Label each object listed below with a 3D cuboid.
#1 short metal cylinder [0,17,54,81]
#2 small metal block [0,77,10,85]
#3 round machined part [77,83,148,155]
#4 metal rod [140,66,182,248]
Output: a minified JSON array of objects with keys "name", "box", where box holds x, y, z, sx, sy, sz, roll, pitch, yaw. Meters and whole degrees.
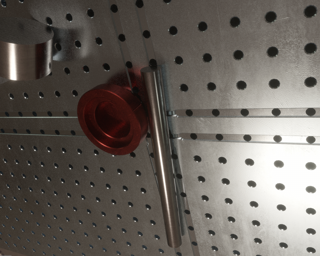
[{"name":"short metal cylinder","box":[-0.182,-0.105,0.405,0.080,0.080,0.050,26,127,11]},{"name":"small metal block","box":[-0.257,-0.104,0.479,0.050,0.025,0.050,35,129,4]},{"name":"round machined part","box":[-0.059,-0.015,0.420,0.098,0.042,0.097,14,124,21]},{"name":"metal rod","box":[0.007,0.059,0.442,0.025,0.025,0.298,6,121,24]}]
